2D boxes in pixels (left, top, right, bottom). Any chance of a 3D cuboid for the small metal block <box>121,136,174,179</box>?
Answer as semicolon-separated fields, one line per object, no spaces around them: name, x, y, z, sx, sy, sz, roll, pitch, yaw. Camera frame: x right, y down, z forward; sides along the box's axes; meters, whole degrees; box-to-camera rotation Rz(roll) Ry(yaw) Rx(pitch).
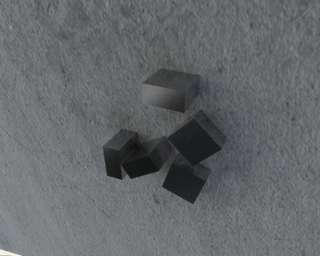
small metal block;-0.017;0.040;0.423;0.050;0.050;0.025;-21;107;35

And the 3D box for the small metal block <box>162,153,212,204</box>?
small metal block;0.036;0.070;0.430;0.050;0.025;0.050;28;128;10

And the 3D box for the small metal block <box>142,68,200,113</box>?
small metal block;0.013;-0.044;0.355;0.050;0.050;0.025;14;124;20

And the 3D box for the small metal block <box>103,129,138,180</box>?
small metal block;-0.054;0.037;0.440;0.025;0.050;0.050;12;123;22

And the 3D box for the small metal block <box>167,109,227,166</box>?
small metal block;0.046;0.013;0.390;0.050;0.025;0.050;47;129;-6
